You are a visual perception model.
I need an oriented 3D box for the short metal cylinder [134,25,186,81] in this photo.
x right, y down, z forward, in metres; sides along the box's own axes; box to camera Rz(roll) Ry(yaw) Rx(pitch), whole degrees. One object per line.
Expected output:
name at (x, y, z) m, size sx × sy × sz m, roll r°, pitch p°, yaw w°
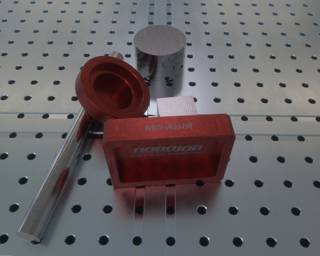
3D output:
short metal cylinder at (0.000, -0.119, 0.492) m, size 0.081 × 0.050 × 0.080 m, roll 0°, pitch 50°, yaw 0°

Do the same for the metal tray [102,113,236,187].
metal tray at (0.009, 0.027, 0.342) m, size 0.131 × 0.089 × 0.030 m, roll -3°, pitch 50°, yaw -3°

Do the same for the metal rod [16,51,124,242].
metal rod at (-0.102, -0.002, 0.408) m, size 0.025 × 0.025 × 0.300 m, roll 9°, pitch 51°, yaw 8°

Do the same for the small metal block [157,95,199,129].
small metal block at (0.024, -0.016, 0.421) m, size 0.050 × 0.025 × 0.050 m, roll -6°, pitch 50°, yaw -5°

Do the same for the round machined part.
round machined part at (-0.066, -0.044, 0.414) m, size 0.099 × 0.042 × 0.098 m, roll 19°, pitch 53°, yaw -27°
